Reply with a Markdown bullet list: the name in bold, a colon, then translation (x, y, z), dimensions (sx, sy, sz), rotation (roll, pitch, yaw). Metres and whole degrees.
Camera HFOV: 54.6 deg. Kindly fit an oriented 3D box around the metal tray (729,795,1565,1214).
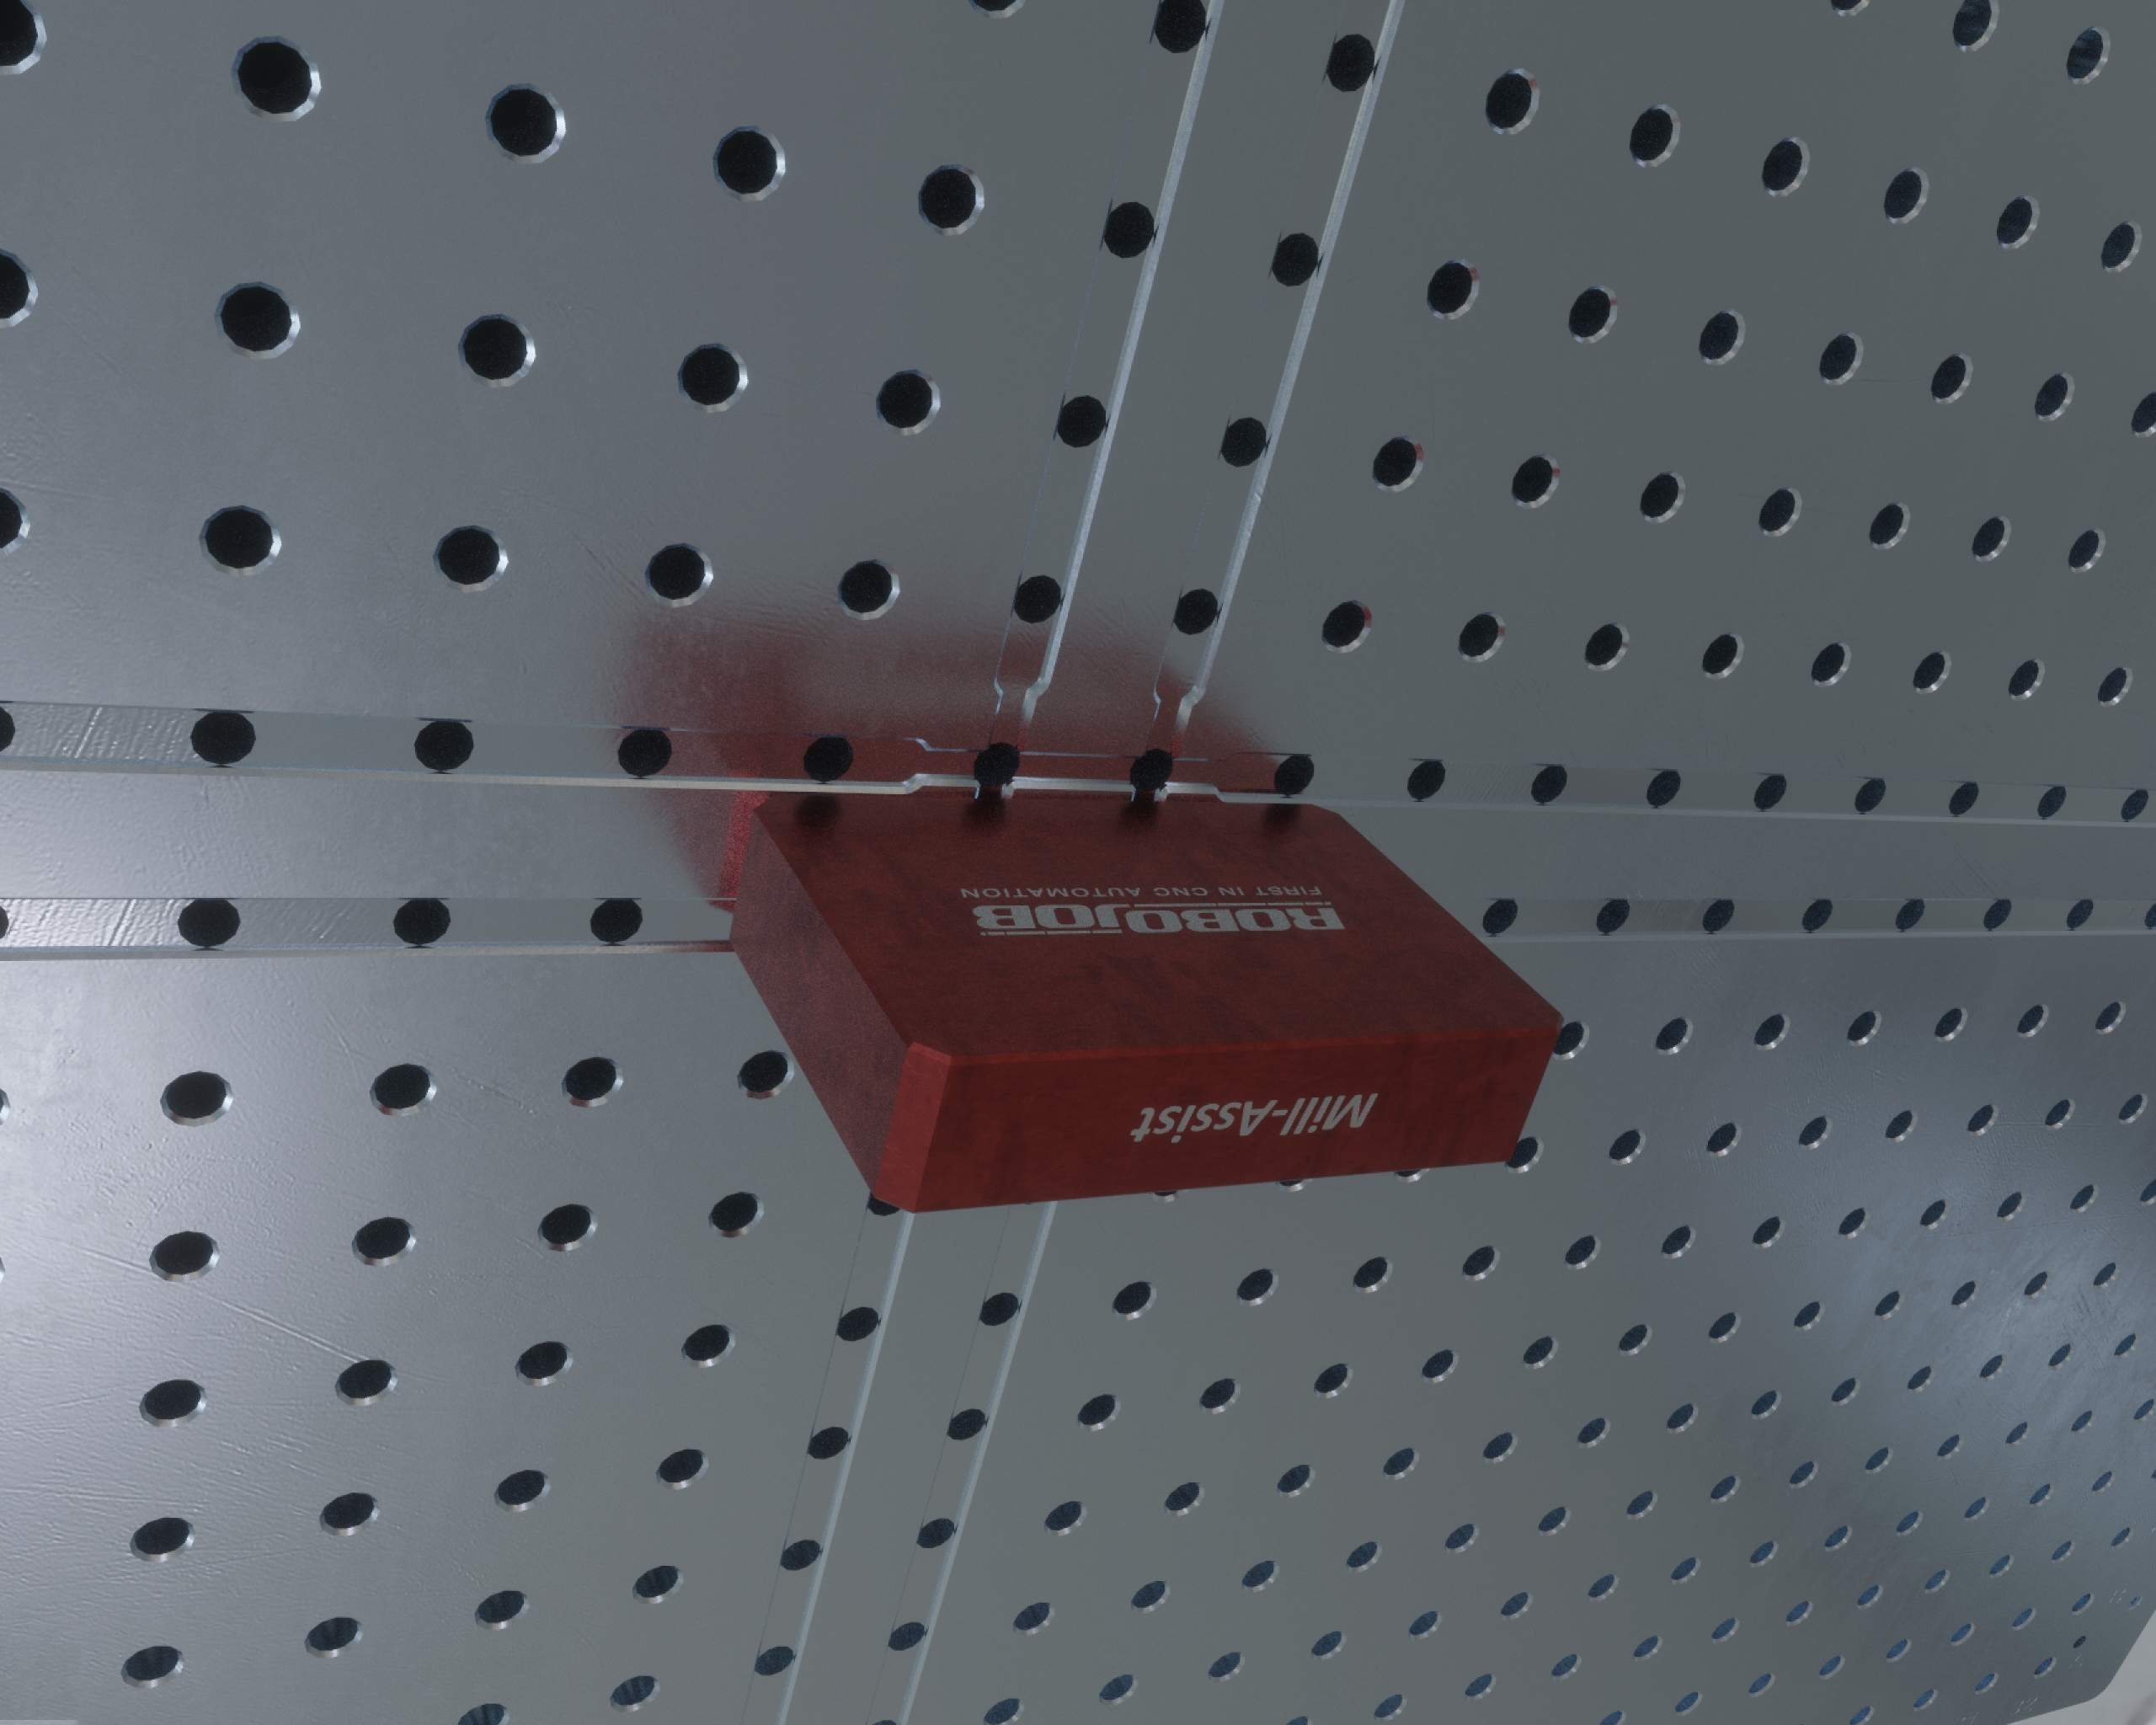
- **metal tray**: translation (0.012, 0.022, 0.388), dimensions (0.131, 0.090, 0.030), rotation (0, 119, -28)
